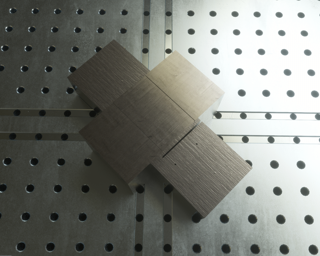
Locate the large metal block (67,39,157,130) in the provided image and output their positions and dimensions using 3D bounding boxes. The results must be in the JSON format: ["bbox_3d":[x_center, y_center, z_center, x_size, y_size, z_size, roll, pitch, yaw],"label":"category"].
[{"bbox_3d":[-0.061,-0.057,0.416,0.080,0.050,0.080,43,76,13],"label":"large metal block"}]

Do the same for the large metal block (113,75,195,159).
[{"bbox_3d":[-0.008,-0.005,0.385,0.050,0.080,0.080,-43,76,-14],"label":"large metal block"}]

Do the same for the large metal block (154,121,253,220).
[{"bbox_3d":[0.050,0.053,0.380,0.080,0.050,0.080,-42,76,-13],"label":"large metal block"}]

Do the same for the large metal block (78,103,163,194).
[{"bbox_3d":[-0.043,0.028,0.372,0.050,0.080,0.080,-43,76,-14],"label":"large metal block"}]

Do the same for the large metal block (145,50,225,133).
[{"bbox_3d":[0.029,-0.038,0.397,0.050,0.080,0.080,-43,76,-14],"label":"large metal block"}]
